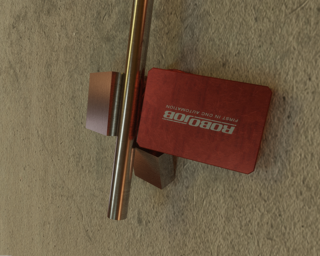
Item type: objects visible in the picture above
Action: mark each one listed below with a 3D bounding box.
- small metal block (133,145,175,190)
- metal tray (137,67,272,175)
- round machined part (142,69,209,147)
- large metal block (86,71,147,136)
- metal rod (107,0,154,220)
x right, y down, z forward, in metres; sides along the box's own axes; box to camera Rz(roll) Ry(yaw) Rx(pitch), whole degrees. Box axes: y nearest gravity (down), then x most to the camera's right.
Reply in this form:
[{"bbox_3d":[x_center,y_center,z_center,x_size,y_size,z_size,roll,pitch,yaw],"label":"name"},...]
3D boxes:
[{"bbox_3d":[-0.010,0.044,0.402,0.050,0.025,0.050,20,129,38],"label":"small metal block"},{"bbox_3d":[0.046,-0.011,0.337,0.130,0.030,0.089,13,100,18],"label":"metal tray"},{"bbox_3d":[0.010,-0.025,0.387,0.098,0.042,0.097,0,90,40],"label":"round machined part"},{"bbox_3d":[-0.062,-0.034,0.427,0.080,0.050,0.079,13,99,57],"label":"large metal block"},{"bbox_3d":[-0.035,-0.036,0.381,0.025,0.025,0.298,10,94,39],"label":"metal rod"}]
